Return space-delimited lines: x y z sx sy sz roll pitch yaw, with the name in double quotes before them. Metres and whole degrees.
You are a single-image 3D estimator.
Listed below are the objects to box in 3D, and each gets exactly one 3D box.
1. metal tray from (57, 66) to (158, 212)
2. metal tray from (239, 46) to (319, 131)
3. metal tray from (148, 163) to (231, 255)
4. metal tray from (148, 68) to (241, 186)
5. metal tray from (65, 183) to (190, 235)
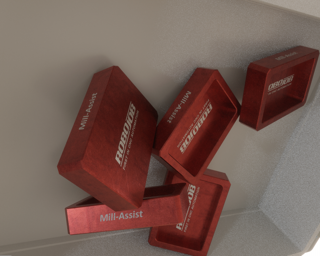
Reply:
"metal tray" -0.046 0.009 0.327 0.030 0.130 0.090 -15 136 29
"metal tray" 0.170 -0.059 0.440 0.131 0.030 0.089 -23 129 -33
"metal tray" 0.042 0.121 0.462 0.091 0.030 0.129 15 103 -2
"metal tray" 0.048 -0.002 0.402 0.130 0.030 0.090 -56 132 -13
"metal tray" -0.034 0.095 0.375 0.131 0.090 0.030 -9 87 9
